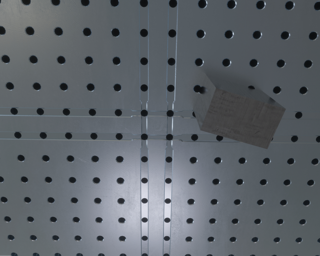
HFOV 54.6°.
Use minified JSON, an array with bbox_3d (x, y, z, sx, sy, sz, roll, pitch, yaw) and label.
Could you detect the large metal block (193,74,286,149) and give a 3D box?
[{"bbox_3d":[0.090,-0.023,0.376,0.080,0.080,0.050,16,109,-6],"label":"large metal block"}]
